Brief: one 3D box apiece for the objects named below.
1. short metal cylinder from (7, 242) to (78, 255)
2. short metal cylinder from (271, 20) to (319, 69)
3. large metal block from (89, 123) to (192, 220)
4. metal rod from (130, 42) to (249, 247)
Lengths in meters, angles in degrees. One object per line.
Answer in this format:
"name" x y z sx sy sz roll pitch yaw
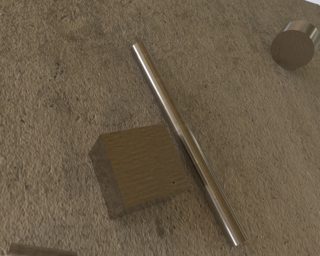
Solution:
"short metal cylinder" -0.099 0.132 0.234 0.050 0.080 0.080 17 55 -19
"short metal cylinder" 0.267 -0.164 0.613 0.080 0.080 0.050 42 51 0
"large metal block" -0.024 0.046 0.347 0.081 0.050 0.080 -10 67 -33
"metal rod" 0.032 0.009 0.414 0.025 0.025 0.299 -15 69 -34
